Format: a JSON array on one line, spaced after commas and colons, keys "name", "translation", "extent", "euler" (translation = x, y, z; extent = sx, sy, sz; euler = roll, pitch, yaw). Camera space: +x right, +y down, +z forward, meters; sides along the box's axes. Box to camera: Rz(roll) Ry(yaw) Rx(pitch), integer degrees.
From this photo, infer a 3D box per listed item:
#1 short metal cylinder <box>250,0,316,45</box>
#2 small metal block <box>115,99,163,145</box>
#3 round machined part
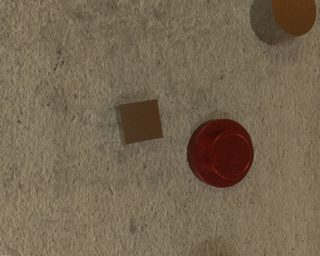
[{"name": "short metal cylinder", "translation": [0.184, -0.172, 0.465], "extent": [0.081, 0.050, 0.079], "euler": [0, 90, -21]}, {"name": "small metal block", "translation": [-0.027, -0.008, 0.400], "extent": [0.050, 0.025, 0.050], "euler": [-10, 94, -20]}, {"name": "round machined part", "translation": [0.091, 0.036, 0.435], "extent": [0.099, 0.042, 0.097], "euler": [0, 90, -21]}]
